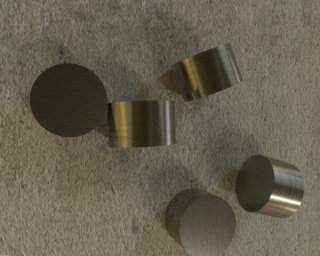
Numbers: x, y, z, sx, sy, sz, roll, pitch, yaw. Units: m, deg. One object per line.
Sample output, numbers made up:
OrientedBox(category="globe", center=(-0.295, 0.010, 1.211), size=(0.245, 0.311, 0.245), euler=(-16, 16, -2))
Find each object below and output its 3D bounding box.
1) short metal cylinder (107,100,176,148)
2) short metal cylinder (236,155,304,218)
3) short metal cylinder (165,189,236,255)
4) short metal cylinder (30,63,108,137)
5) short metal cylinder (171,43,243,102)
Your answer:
OrientedBox(category="short metal cylinder", center=(-0.022, -0.005, 0.371), size=(0.081, 0.080, 0.050), euler=(-3, 91, -20))
OrientedBox(category="short metal cylinder", center=(0.152, 0.082, 0.436), size=(0.050, 0.080, 0.080), euler=(16, 85, -19))
OrientedBox(category="short metal cylinder", center=(0.053, 0.125, 0.415), size=(0.081, 0.050, 0.080), euler=(0, 90, -20))
OrientedBox(category="short metal cylinder", center=(-0.105, -0.030, 0.357), size=(0.081, 0.050, 0.080), euler=(0, 90, -20))
OrientedBox(category="short metal cylinder", center=(0.060, -0.072, 0.402), size=(0.081, 0.080, 0.050), euler=(-24, 98, -18))
